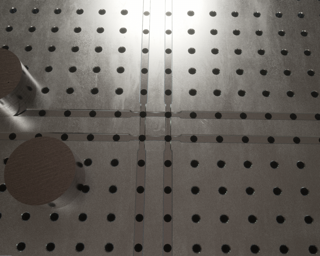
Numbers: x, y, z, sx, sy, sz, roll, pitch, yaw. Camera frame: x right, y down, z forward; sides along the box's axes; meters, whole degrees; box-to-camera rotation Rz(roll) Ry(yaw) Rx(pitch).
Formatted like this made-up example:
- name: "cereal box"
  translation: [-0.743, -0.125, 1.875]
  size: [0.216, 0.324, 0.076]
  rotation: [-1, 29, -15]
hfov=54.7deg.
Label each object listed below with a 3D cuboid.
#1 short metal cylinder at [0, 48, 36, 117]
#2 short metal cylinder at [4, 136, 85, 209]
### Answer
- name: "short metal cylinder"
  translation: [-0.217, -0.060, 0.418]
  size: [0.081, 0.050, 0.080]
  rotation: [0, 70, -1]
- name: "short metal cylinder"
  translation: [-0.137, 0.056, 0.376]
  size: [0.081, 0.050, 0.080]
  rotation: [0, 70, -1]
